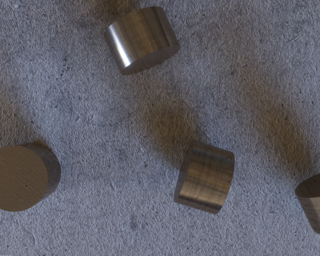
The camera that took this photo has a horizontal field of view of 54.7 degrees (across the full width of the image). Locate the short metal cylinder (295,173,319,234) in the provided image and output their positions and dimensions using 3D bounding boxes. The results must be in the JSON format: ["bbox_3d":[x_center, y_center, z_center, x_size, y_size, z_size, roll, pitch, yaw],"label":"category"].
[{"bbox_3d":[0.218,0.090,0.384,0.080,0.080,0.050,-25,90,0],"label":"short metal cylinder"}]

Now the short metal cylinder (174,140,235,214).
[{"bbox_3d":[0.053,0.060,0.383,0.050,0.080,0.080,17,90,0],"label":"short metal cylinder"}]

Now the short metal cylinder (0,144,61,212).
[{"bbox_3d":[-0.175,0.061,0.396,0.081,0.050,0.080,0,90,0],"label":"short metal cylinder"}]

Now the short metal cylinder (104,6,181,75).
[{"bbox_3d":[-0.022,-0.105,0.382,0.080,0.080,0.050,-24,90,0],"label":"short metal cylinder"}]
